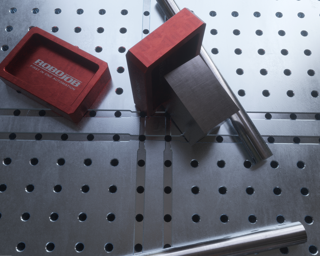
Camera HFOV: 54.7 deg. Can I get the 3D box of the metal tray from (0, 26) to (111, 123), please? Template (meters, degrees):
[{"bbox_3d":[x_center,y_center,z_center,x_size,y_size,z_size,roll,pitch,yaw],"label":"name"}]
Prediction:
[{"bbox_3d":[-0.147,-0.077,0.435,0.130,0.030,0.090,28,72,9],"label":"metal tray"}]

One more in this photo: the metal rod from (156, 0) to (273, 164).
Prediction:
[{"bbox_3d":[0.068,-0.086,0.443,0.025,0.025,0.299,-25,72,-9],"label":"metal rod"}]

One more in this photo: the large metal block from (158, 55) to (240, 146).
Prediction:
[{"bbox_3d":[0.044,-0.031,0.389,0.050,0.080,0.080,-33,82,-11],"label":"large metal block"}]

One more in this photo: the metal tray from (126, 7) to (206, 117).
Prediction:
[{"bbox_3d":[0.007,-0.074,0.383,0.090,0.130,0.030,-41,75,-14],"label":"metal tray"}]

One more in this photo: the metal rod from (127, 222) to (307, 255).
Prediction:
[{"bbox_3d":[0.020,0.150,0.357,0.302,0.025,0.025,-10,71,-4],"label":"metal rod"}]
